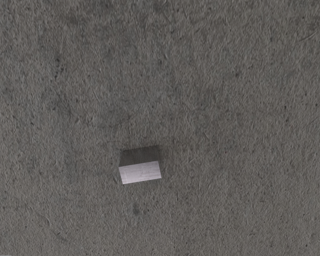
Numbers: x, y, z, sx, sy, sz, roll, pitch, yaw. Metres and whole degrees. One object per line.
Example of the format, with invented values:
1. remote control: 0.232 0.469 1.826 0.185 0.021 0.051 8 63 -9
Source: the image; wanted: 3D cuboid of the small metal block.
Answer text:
1. small metal block: -0.025 0.048 0.414 0.050 0.050 0.025 -10 110 3
